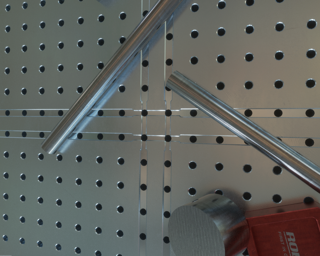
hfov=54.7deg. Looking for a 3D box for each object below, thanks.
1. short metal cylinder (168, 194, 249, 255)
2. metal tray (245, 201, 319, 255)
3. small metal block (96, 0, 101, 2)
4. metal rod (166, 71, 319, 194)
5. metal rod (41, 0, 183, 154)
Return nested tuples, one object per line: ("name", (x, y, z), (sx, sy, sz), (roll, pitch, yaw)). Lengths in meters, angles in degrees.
("short metal cylinder", (0.056, 0.123, 0.363), (0.080, 0.050, 0.079), (9, 103, 44))
("metal tray", (0.154, 0.158, 0.355), (0.090, 0.030, 0.129), (-16, 85, 19))
("small metal block", (-0.086, -0.219, 0.442), (0.050, 0.025, 0.050), (-33, 80, 16))
("metal rod", (0.131, 0.022, 0.366), (0.300, 0.025, 0.025), (37, 102, 16))
("metal rod", (-0.071, -0.076, 0.436), (0.025, 0.025, 0.299), (46, 104, 14))
